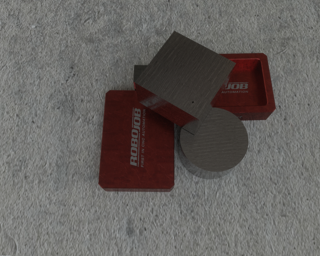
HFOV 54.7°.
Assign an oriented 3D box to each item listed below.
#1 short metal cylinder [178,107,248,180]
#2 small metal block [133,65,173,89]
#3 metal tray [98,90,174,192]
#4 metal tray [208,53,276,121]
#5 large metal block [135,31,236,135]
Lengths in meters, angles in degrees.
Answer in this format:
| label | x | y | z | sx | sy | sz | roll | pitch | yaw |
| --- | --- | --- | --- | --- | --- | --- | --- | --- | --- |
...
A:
| label | x | y | z | sx | sy | sz | roll | pitch | yaw |
| --- | --- | --- | --- | --- | --- | --- | --- | --- | --- |
| short metal cylinder | 0.064 | 0.021 | 0.389 | 0.080 | 0.050 | 0.080 | 0 | 70 | 0 |
| small metal block | -0.008 | -0.061 | 0.418 | 0.050 | 0.050 | 0.025 | 1 | 70 | 0 |
| metal tray | -0.027 | 0.016 | 0.402 | 0.091 | 0.030 | 0.130 | 1 | 70 | 0 |
| metal tray | 0.084 | -0.056 | 0.428 | 0.131 | 0.030 | 0.090 | -1 | 70 | -1 |
| large metal block | 0.029 | -0.052 | 0.361 | 0.080 | 0.050 | 0.080 | 31 | 73 | 10 |
